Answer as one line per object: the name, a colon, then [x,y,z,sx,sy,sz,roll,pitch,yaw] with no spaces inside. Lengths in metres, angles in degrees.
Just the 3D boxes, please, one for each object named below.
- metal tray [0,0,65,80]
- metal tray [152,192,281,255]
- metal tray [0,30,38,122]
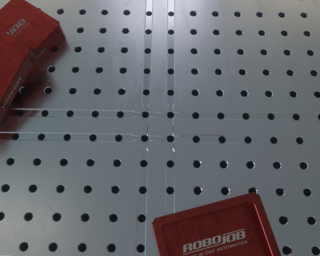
metal tray: [-0.217,-0.122,0.453,0.090,0.030,0.130,34,73,11]
metal tray: [0.064,0.135,0.360,0.131,0.030,0.090,-13,71,-5]
metal tray: [-0.236,-0.068,0.408,0.090,0.030,0.130,28,86,-2]
